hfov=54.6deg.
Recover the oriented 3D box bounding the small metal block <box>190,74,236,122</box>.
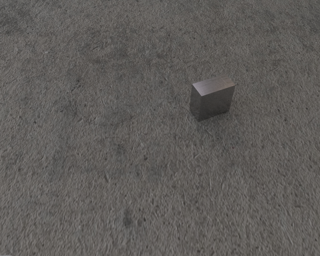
[{"bbox_3d":[0.070,-0.041,0.422,0.050,0.050,0.025,-19,53,-15],"label":"small metal block"}]
